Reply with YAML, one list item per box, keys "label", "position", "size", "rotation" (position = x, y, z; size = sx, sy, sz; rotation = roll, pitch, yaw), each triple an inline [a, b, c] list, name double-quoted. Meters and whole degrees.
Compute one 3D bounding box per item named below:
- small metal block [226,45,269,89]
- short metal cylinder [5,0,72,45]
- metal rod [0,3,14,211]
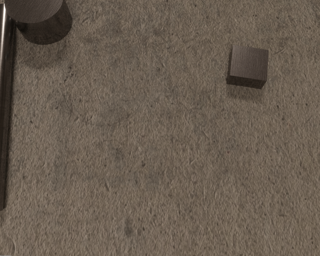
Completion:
- label: "small metal block"
  position: [0.125, -0.087, 0.441]
  size: [0.050, 0.025, 0.050]
  rotation: [9, 70, 3]
- label: "short metal cylinder"
  position: [-0.176, -0.171, 0.455]
  size: [0.081, 0.050, 0.080]
  rotation: [0, 70, 0]
- label: "metal rod"
  position: [-0.217, -0.041, 0.420]
  size: [0.025, 0.025, 0.299]
  rotation: [-6, 70, -3]
